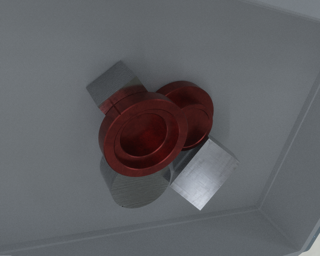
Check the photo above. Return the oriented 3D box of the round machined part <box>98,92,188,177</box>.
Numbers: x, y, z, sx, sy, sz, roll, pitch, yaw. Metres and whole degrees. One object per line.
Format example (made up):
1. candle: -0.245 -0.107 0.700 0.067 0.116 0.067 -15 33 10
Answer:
1. round machined part: -0.022 0.004 0.350 0.099 0.042 0.097 -14 125 -21

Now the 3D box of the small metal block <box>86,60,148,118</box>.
1. small metal block: -0.048 -0.042 0.339 0.050 0.050 0.025 -39 130 -2

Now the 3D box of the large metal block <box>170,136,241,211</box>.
1. large metal block: 0.061 0.056 0.432 0.050 0.080 0.080 39 97 2

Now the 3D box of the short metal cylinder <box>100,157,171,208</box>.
1. short metal cylinder: -0.033 0.059 0.410 0.081 0.050 0.079 -14 125 -21

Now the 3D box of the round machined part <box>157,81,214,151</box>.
1. round machined part: 0.030 -0.009 0.406 0.099 0.042 0.097 -14 125 -21
